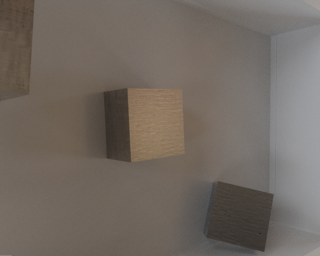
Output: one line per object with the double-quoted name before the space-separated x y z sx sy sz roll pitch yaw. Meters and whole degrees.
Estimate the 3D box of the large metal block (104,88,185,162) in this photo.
"large metal block" -0.018 -0.005 0.375 0.081 0.050 0.079 -4 93 -40

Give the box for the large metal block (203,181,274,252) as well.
"large metal block" 0.114 0.128 0.459 0.080 0.050 0.080 13 79 4

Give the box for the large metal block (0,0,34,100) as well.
"large metal block" -0.143 -0.067 0.251 0.050 0.080 0.080 4 88 -40
